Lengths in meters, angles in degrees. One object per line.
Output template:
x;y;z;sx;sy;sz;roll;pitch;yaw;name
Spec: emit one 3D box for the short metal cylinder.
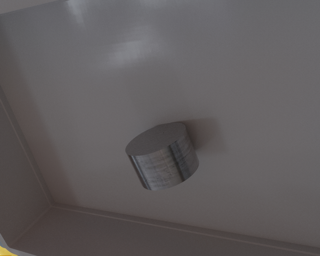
0.003;0.034;0.393;0.080;0.080;0.050;-10;114;32;short metal cylinder
